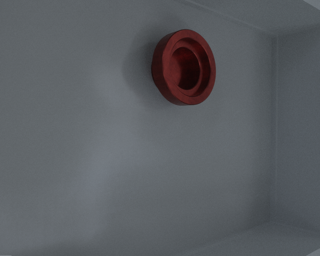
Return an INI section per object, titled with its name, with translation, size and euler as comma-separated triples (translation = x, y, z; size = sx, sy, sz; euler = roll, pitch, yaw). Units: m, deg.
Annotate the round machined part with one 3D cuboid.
[round machined part]
translation = 0.027, -0.079, 0.417
size = 0.099, 0.042, 0.097
euler = 0, 90, -40
